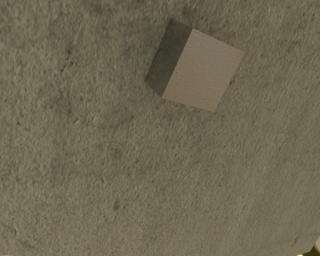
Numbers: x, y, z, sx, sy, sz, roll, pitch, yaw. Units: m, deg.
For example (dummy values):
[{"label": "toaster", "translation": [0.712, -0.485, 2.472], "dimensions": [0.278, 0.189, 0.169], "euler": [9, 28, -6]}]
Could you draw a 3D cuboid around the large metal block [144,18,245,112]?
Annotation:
[{"label": "large metal block", "translation": [0.040, -0.072, 0.369], "dimensions": [0.081, 0.050, 0.079], "euler": [12, 112, -34]}]
